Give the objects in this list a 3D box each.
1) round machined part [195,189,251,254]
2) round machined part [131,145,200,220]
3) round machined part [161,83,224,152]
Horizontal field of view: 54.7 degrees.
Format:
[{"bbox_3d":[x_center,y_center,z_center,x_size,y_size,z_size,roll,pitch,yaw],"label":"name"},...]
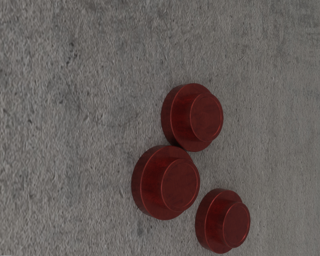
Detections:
[{"bbox_3d":[0.103,0.146,0.481,0.099,0.042,0.097,0,90,-40],"label":"round machined part"},{"bbox_3d":[0.015,0.072,0.406,0.099,0.042,0.097,0,90,-40],"label":"round machined part"},{"bbox_3d":[0.052,-0.015,0.437,0.099,0.042,0.097,0,90,-40],"label":"round machined part"}]
